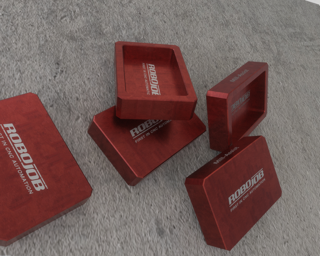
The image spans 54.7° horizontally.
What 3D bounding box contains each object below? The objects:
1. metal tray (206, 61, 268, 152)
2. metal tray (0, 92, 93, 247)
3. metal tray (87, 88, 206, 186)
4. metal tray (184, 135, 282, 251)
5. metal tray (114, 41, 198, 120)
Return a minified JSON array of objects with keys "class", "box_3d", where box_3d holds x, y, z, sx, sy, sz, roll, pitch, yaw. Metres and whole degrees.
[{"class":"metal tray","box_3d":[0.115,-0.033,0.442,0.030,0.089,0.131,14,36,36]},{"class":"metal tray","box_3d":[-0.139,0.034,0.305,0.091,0.030,0.130,-25,75,-37]},{"class":"metal tray","box_3d":[-0.012,0.001,0.393,0.131,0.030,0.090,-33,80,-38]},{"class":"metal tray","box_3d":[0.096,0.074,0.384,0.131,0.030,0.090,-28,102,-37]},{"class":"metal tray","box_3d":[-0.011,-0.064,0.395,0.091,0.030,0.130,1,43,-11]}]
